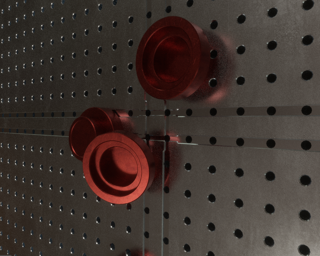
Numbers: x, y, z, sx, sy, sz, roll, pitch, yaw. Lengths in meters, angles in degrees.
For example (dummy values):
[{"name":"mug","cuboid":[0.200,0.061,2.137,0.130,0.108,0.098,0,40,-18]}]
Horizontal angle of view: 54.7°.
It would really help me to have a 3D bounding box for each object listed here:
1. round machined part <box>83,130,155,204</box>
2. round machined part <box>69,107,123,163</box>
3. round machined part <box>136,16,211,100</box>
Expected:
[{"name":"round machined part","cuboid":[-0.052,0.051,0.425,0.098,0.042,0.097,3,100,19]},{"name":"round machined part","cuboid":[-0.105,0.016,0.482,0.098,0.042,0.097,0,90,39]},{"name":"round machined part","cuboid":[0.020,-0.082,0.380,0.098,0.042,0.097,0,90,39]}]
